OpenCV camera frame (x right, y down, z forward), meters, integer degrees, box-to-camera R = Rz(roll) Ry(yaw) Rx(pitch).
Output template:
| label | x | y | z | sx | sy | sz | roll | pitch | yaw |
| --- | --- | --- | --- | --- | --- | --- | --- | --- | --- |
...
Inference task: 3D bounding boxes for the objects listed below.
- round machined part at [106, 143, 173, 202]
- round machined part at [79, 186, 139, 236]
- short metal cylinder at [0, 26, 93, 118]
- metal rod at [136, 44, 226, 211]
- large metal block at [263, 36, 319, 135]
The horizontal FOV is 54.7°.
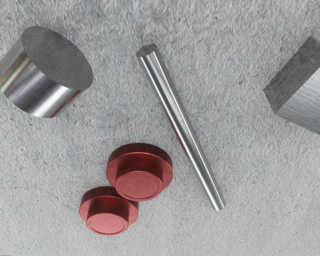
| label | x | y | z | sx | sy | sz | roll | pitch | yaw |
| --- | --- | --- | --- | --- | --- | --- | --- | --- | --- |
| round machined part | -0.030 | 0.071 | 0.456 | 0.099 | 0.042 | 0.097 | 0 | 130 | 0 |
| round machined part | -0.086 | 0.145 | 0.518 | 0.099 | 0.042 | 0.097 | 0 | 130 | 0 |
| short metal cylinder | -0.118 | -0.057 | 0.321 | 0.050 | 0.080 | 0.080 | -37 | 121 | 27 |
| metal rod | 0.041 | 0.021 | 0.425 | 0.025 | 0.025 | 0.299 | -17 | 128 | 14 |
| large metal block | 0.182 | -0.044 | 0.355 | 0.080 | 0.050 | 0.080 | 22 | 127 | -18 |
